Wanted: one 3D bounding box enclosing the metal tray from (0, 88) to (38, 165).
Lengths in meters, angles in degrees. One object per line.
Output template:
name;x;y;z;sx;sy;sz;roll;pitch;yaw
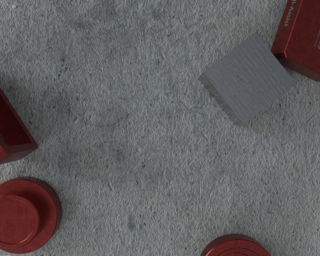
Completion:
metal tray;-0.211;-0.019;0.374;0.030;0.090;0.130;-33;90;0

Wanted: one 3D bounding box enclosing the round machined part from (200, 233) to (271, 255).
round machined part;0.097;0.185;0.403;0.099;0.042;0.097;0;90;-1

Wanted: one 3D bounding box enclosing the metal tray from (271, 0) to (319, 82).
metal tray;0.204;-0.135;0.397;0.091;0.030;0.129;19;90;-19

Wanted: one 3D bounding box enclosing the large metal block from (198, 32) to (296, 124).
large metal block;0.108;-0.061;0.399;0.080;0.050;0.080;-38;90;0

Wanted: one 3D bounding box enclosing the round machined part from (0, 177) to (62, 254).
round machined part;-0.182;0.114;0.399;0.099;0.042;0.097;0;90;-1
